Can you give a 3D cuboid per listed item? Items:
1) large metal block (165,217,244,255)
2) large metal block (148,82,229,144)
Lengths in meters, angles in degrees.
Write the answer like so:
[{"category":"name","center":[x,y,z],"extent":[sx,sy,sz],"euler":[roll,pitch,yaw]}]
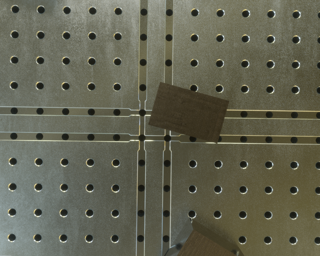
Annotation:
[{"category":"large metal block","center":[0.054,0.178,0.402],"extent":[0.080,0.050,0.080],"euler":[32,90,-1]},{"category":"large metal block","center":[0.032,-0.017,0.386],"extent":[0.080,0.080,0.050],"euler":[15,90,-1]}]
